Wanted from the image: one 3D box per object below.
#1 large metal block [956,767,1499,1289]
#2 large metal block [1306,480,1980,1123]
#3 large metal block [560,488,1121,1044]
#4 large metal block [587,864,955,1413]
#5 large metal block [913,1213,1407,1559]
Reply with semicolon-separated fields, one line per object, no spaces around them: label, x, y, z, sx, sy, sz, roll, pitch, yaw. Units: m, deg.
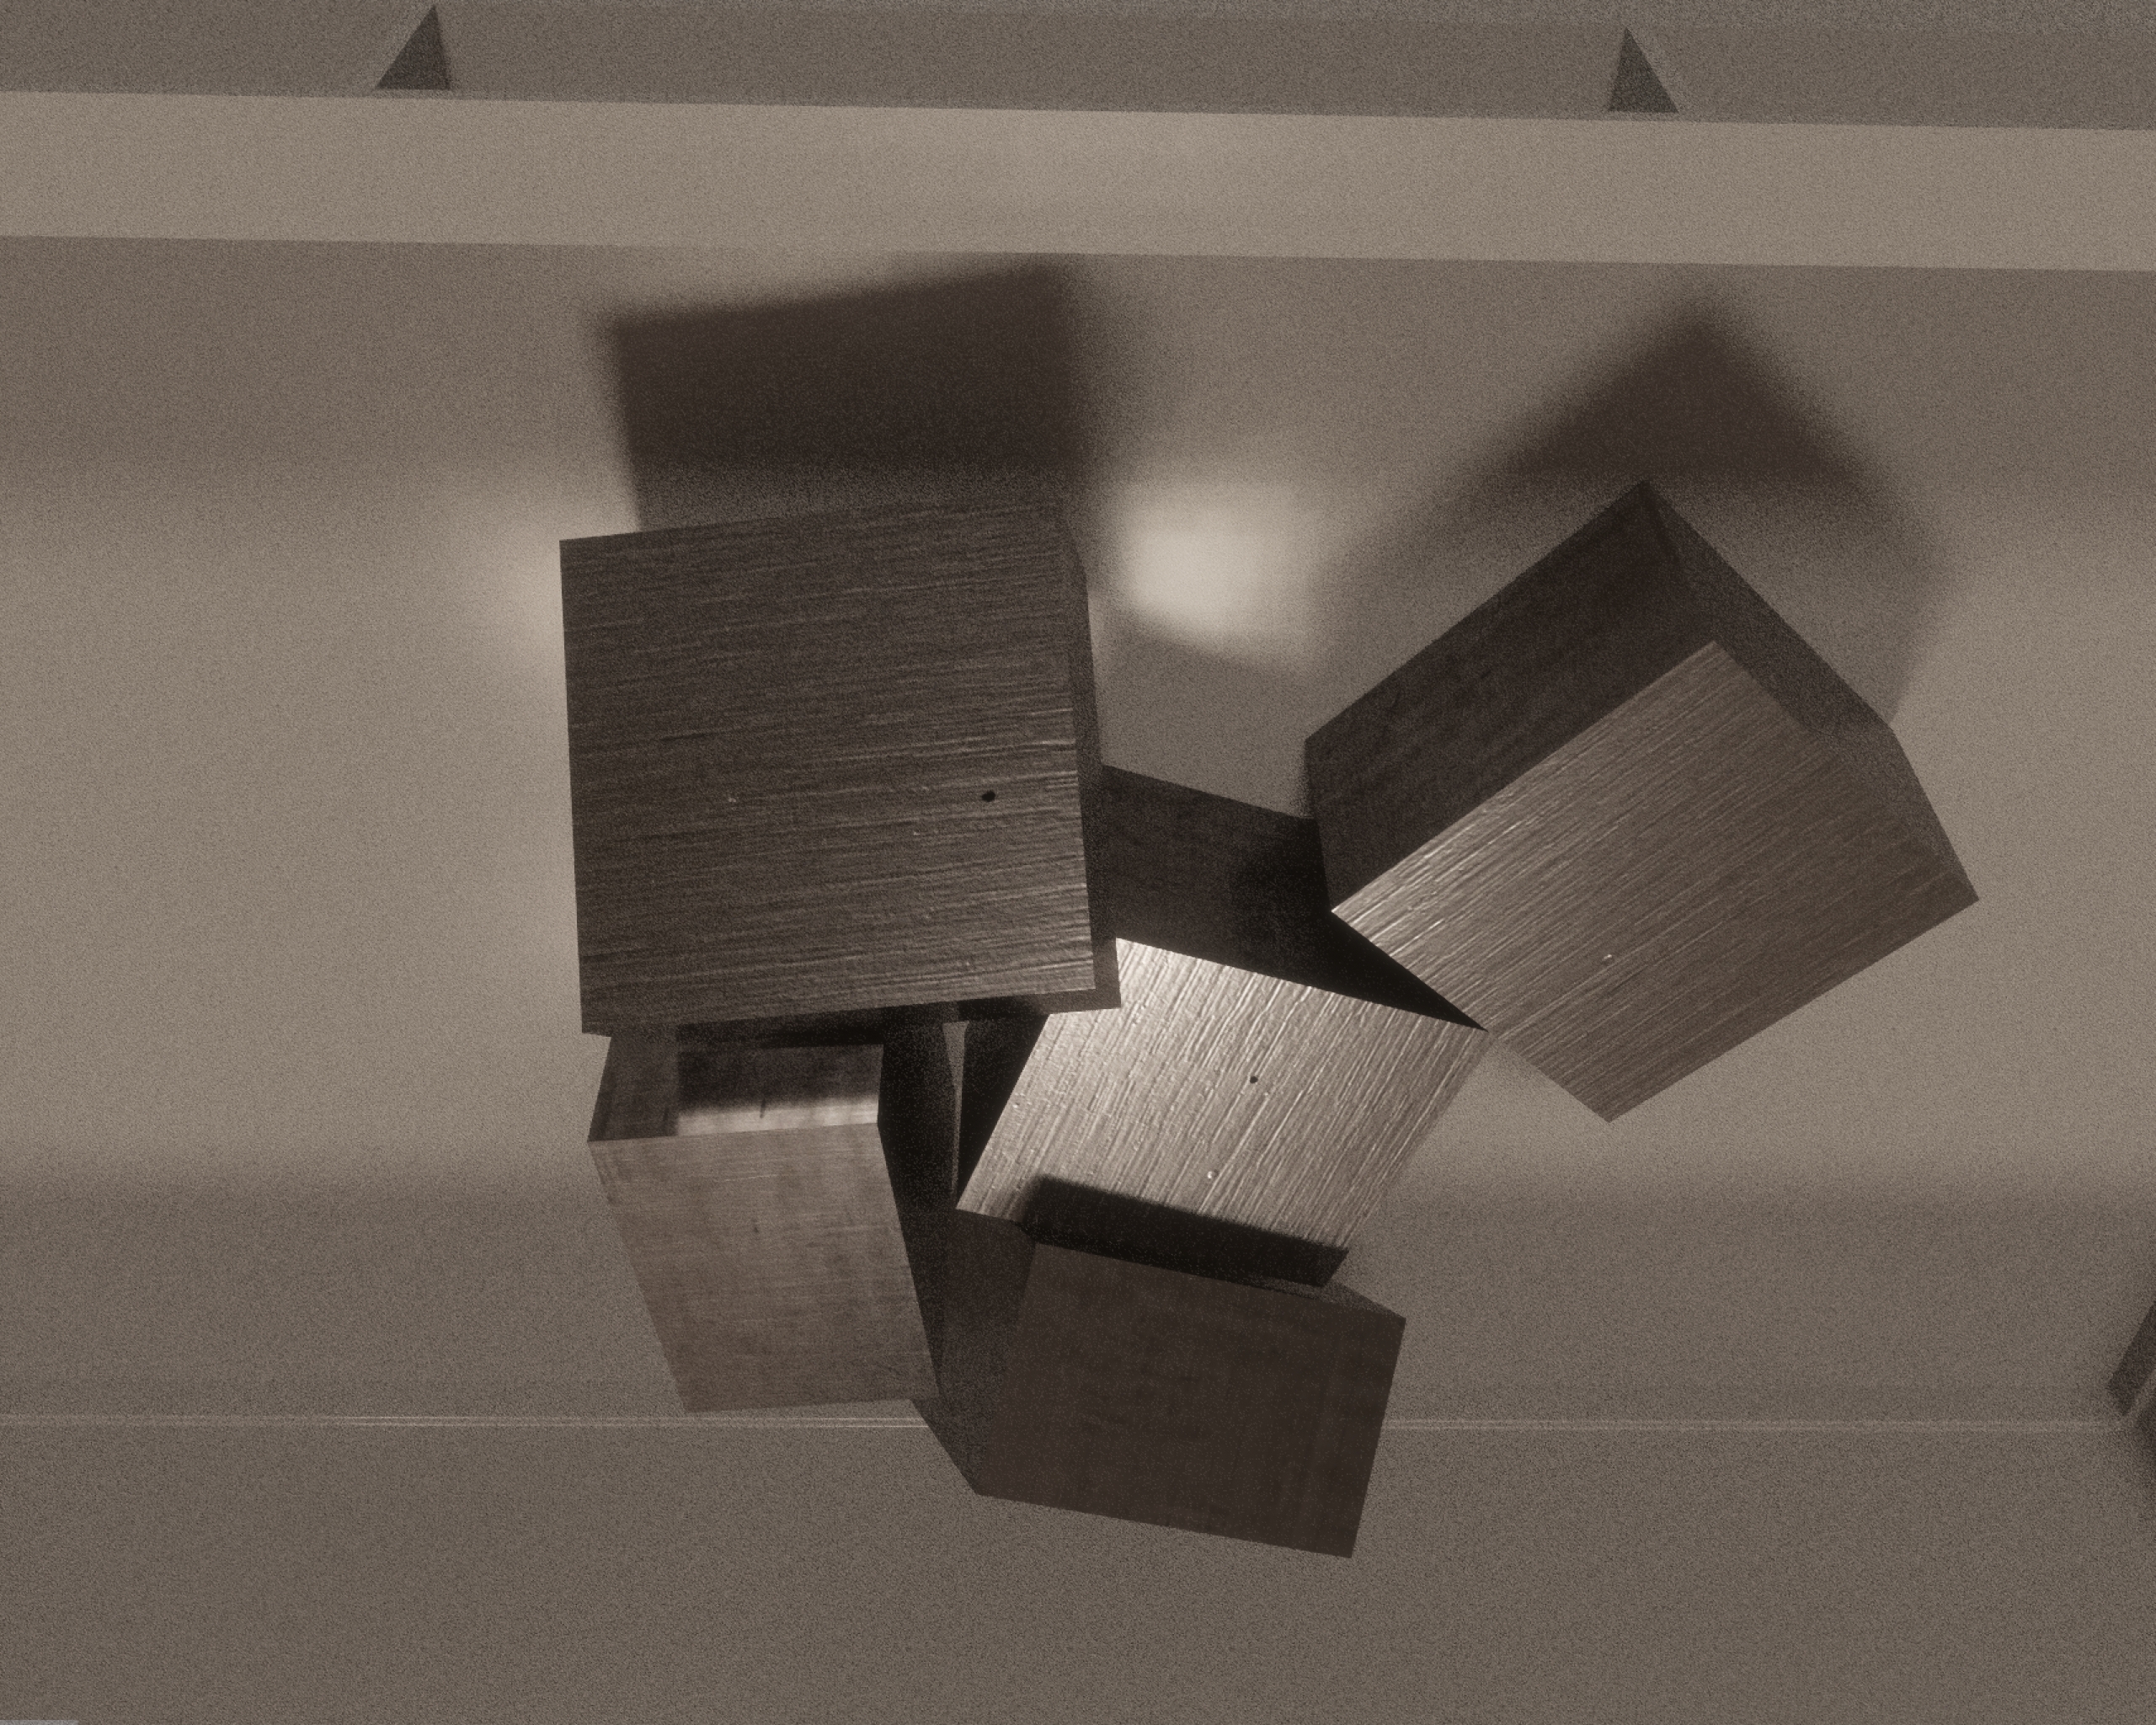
large metal block;0.027;0.035;0.422;0.081;0.050;0.079;15;129;-13
large metal block;0.101;-0.009;0.385;0.080;0.050;0.080;36;121;-27
large metal block;-0.038;-0.013;0.352;0.080;0.080;0.050;-5;172;5
large metal block;-0.056;0.051;0.414;0.050;0.080;0.080;-4;130;3
large metal block;0.014;0.108;0.455;0.081;0.080;0.050;14;86;-14
